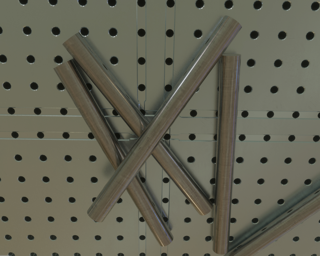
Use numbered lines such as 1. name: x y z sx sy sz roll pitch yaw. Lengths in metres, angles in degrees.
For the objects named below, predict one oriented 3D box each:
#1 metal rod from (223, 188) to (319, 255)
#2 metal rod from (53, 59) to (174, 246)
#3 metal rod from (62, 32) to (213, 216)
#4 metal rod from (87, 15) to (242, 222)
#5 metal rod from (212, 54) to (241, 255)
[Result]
1. metal rod: 0.219 0.118 0.460 0.300 0.025 0.025 -41 105 13
2. metal rod: -0.055 0.047 0.429 0.025 0.025 0.299 -25 109 8
3. metal rod: -0.020 0.006 0.415 0.025 0.025 0.300 -34 107 11
4. metal rod: 0.001 -0.006 0.388 0.025 0.025 0.299 34 98 -12
5. metal rod: 0.091 0.049 0.432 0.025 0.025 0.298 -2 110 0
